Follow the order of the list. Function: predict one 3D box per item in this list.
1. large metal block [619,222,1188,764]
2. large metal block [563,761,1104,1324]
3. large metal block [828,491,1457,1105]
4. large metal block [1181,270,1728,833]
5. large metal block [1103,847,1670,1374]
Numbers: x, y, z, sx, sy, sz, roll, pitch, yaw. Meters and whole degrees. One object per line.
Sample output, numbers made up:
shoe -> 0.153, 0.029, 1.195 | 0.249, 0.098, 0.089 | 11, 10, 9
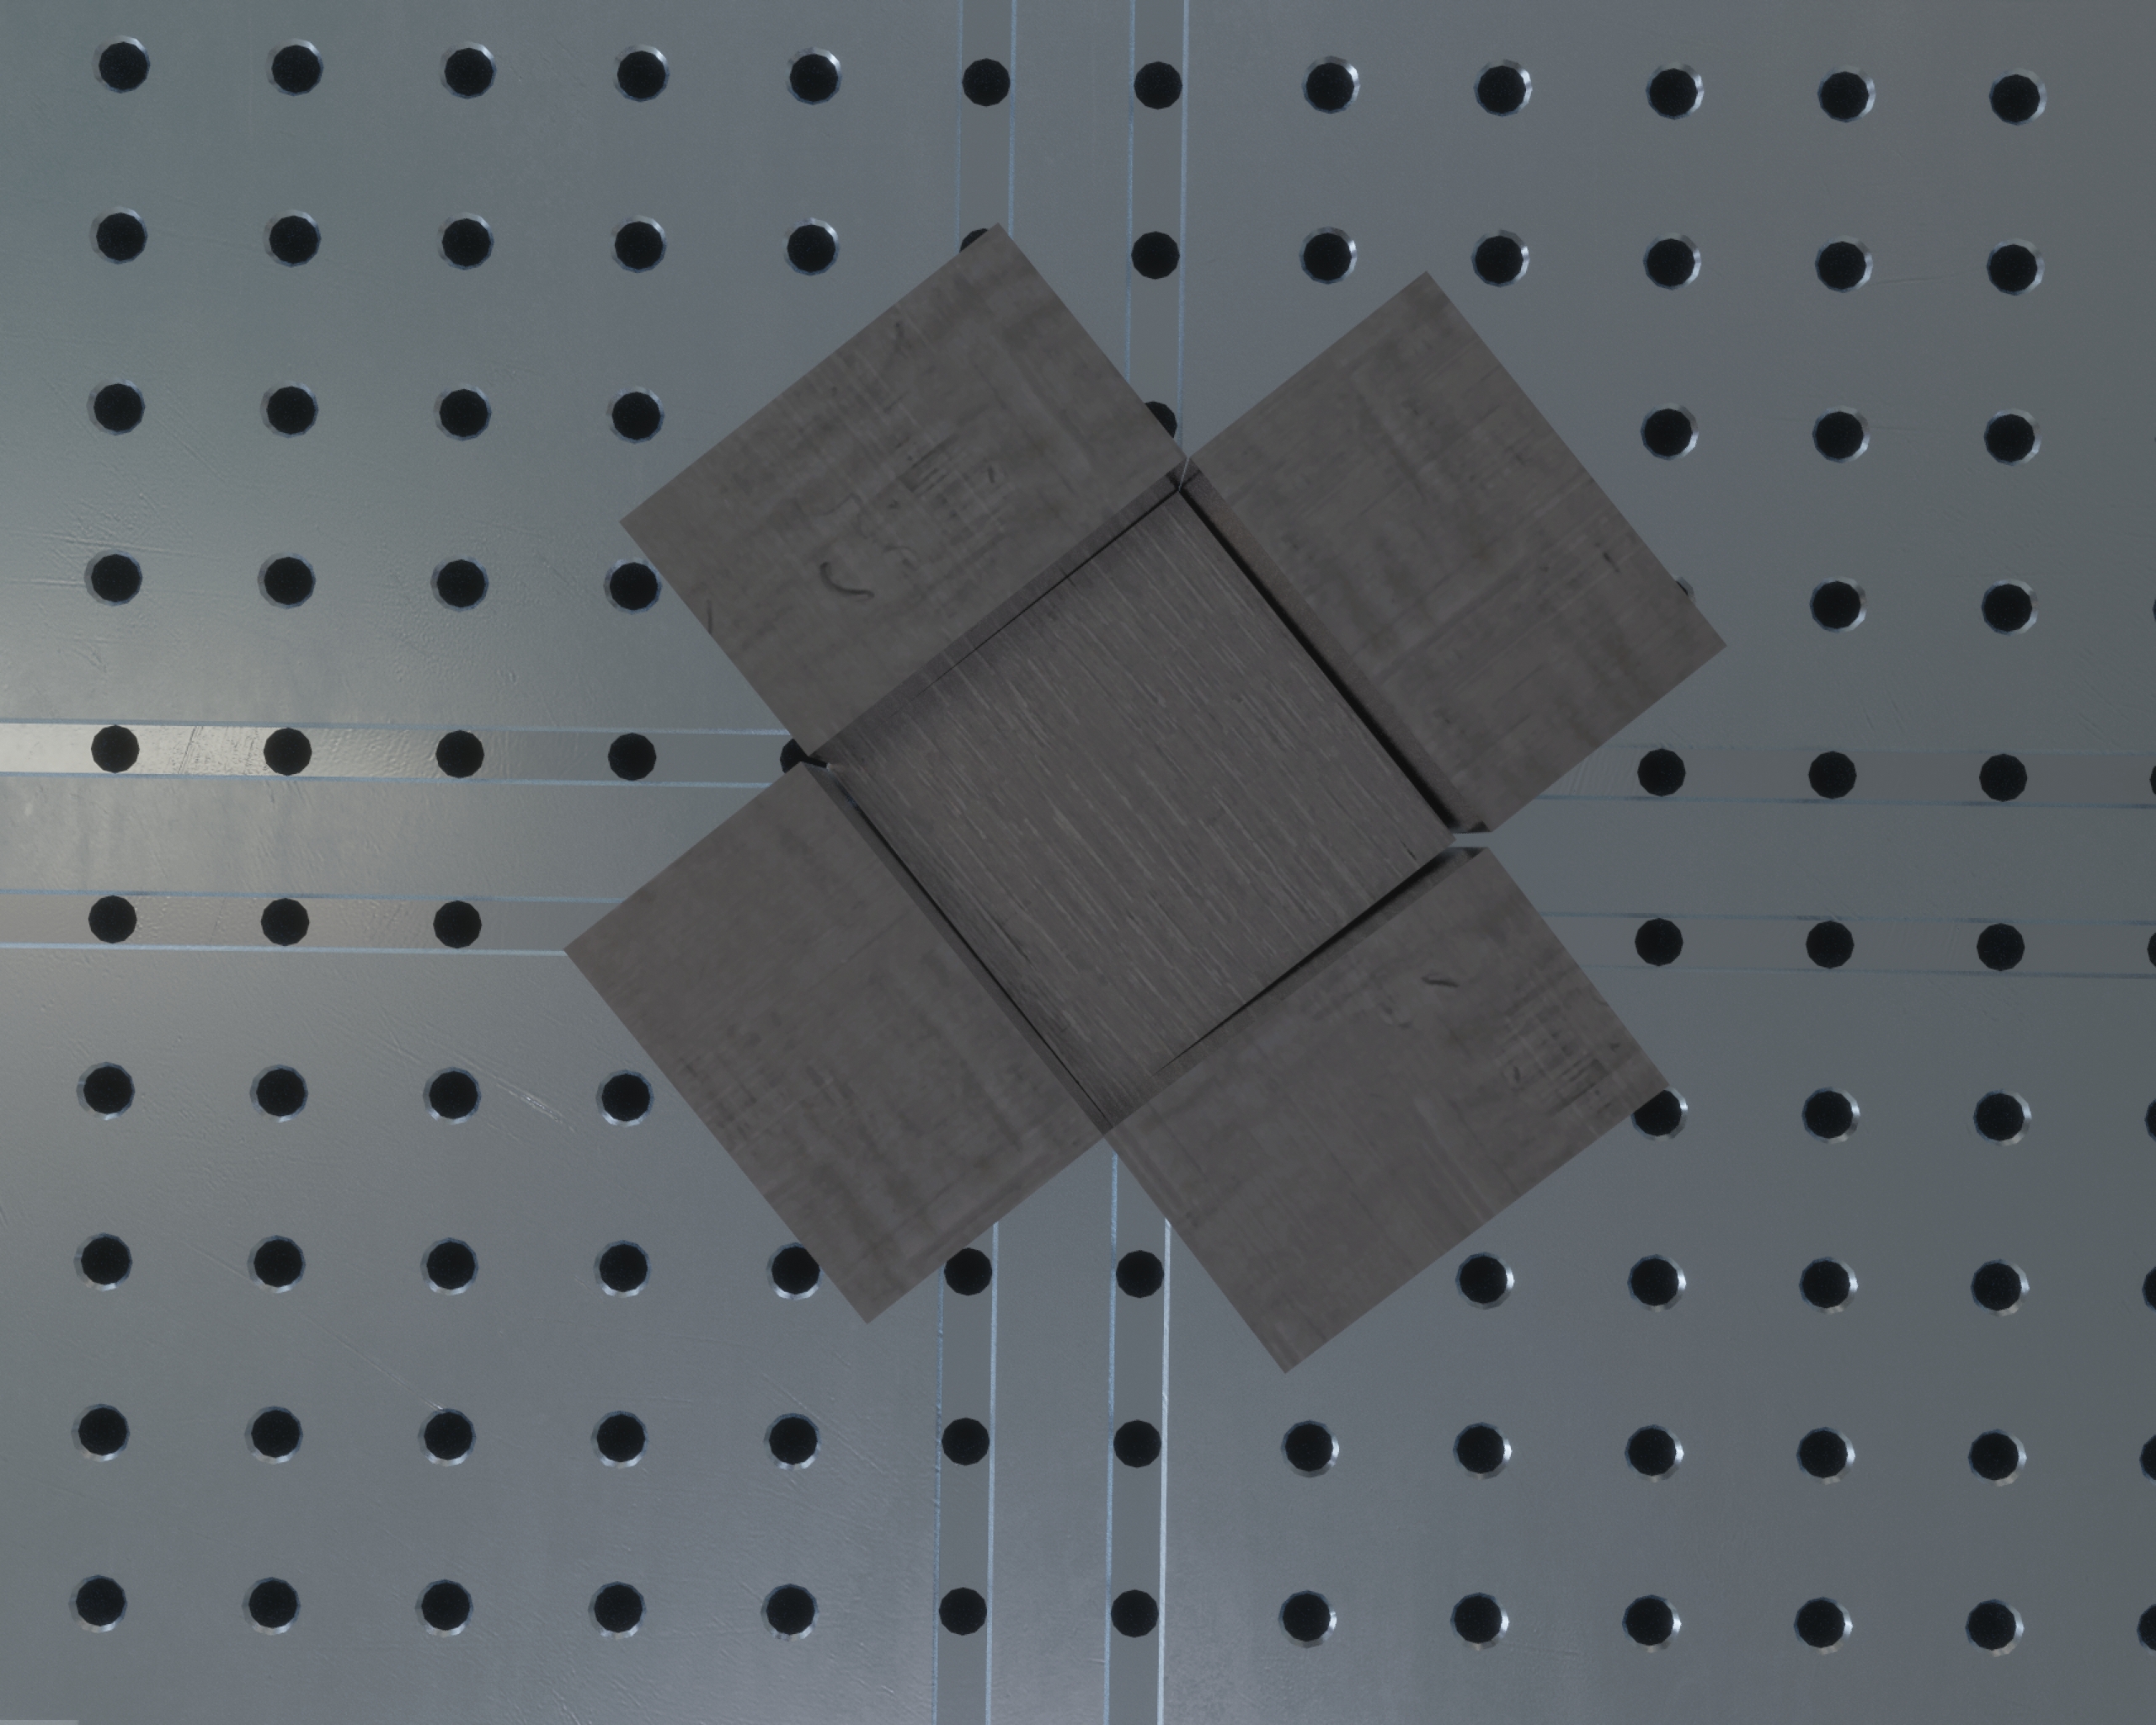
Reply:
large metal block -> -0.029, -0.062, 0.386 | 0.080, 0.080, 0.050 | -38, 90, 0
large metal block -> -0.040, 0.029, 0.385 | 0.050, 0.080, 0.080 | -39, 91, 0
large metal block -> 0.012, -0.011, 0.400 | 0.080, 0.050, 0.080 | -38, 89, 2
large metal block -> 0.063, -0.052, 0.386 | 0.050, 0.080, 0.080 | -39, 91, 0
large metal block -> 0.052, 0.041, 0.387 | 0.080, 0.080, 0.050 | -37, 90, 0
